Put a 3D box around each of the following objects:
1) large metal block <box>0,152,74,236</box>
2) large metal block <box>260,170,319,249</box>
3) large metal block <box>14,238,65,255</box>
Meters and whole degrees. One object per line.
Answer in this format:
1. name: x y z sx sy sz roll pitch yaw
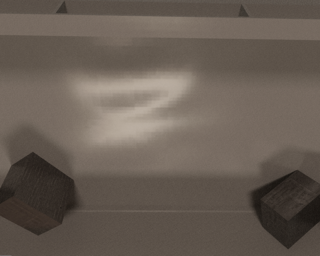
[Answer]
1. large metal block: -0.182 0.096 0.452 0.050 0.080 0.080 -30 124 22
2. large metal block: 0.206 0.126 0.480 0.080 0.050 0.080 -32 131 -16
3. large metal block: -0.243 0.272 0.604 0.080 0.080 0.050 -21 127 16
